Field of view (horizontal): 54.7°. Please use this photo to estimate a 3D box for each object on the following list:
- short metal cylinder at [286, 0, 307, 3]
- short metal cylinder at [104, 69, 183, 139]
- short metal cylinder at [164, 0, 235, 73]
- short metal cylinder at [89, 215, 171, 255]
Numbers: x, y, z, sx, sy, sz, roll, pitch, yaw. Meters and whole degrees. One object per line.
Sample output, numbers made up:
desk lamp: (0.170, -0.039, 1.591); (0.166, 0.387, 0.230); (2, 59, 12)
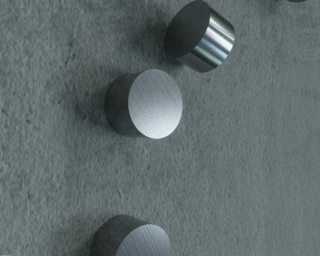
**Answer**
short metal cylinder: (0.273, -0.294, 0.601); (0.080, 0.080, 0.050); (51, 60, -28)
short metal cylinder: (-0.019, -0.028, 0.374); (0.081, 0.050, 0.079); (0, 90, -40)
short metal cylinder: (0.051, -0.121, 0.414); (0.050, 0.080, 0.080); (22, 77, -39)
short metal cylinder: (-0.034, 0.147, 0.362); (0.081, 0.050, 0.079); (0, 90, -40)
